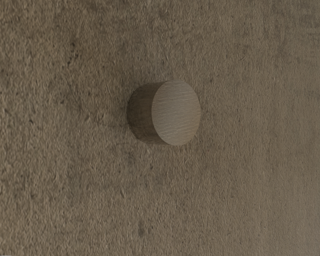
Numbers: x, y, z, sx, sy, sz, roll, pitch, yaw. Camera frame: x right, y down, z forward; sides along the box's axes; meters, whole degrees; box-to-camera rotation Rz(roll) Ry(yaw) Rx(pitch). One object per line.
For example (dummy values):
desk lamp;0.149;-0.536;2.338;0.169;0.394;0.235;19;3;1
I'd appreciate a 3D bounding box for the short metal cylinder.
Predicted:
short metal cylinder;0.005;-0.019;0.392;0.081;0.050;0.080;0;90;-40
